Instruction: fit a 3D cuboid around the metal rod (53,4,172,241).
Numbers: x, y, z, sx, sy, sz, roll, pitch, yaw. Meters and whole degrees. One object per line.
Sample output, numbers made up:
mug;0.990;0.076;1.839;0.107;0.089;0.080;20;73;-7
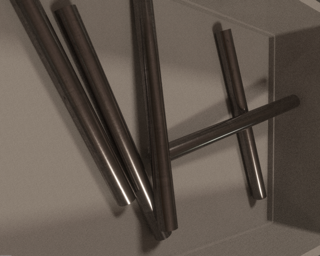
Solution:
metal rod;-0.048;0.008;0.367;0.025;0.025;0.298;-34;111;-35

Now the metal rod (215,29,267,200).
metal rod;0.140;-0.015;0.527;0.025;0.025;0.298;-27;107;-37

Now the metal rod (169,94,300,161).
metal rod;0.118;-0.005;0.482;0.302;0.025;0.025;-19;103;-31

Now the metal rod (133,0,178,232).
metal rod;-0.007;-0.025;0.384;0.025;0.025;0.298;-5;88;-40

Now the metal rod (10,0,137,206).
metal rod;-0.096;-0.043;0.327;0.025;0.025;0.299;-37;113;-34
